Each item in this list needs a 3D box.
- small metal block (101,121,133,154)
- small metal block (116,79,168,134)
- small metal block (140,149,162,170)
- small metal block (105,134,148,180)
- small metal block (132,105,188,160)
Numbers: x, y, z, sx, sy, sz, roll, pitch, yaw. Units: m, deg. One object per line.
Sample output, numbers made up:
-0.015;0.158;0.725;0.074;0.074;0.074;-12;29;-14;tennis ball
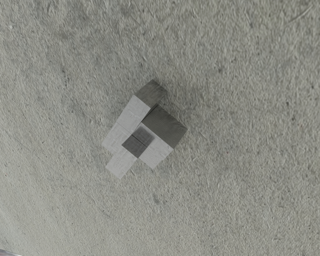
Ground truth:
-0.046;0.003;0.416;0.025;0.050;0.050;40;129;1;small metal block
-0.022;-0.027;0.385;0.025;0.050;0.050;40;129;1;small metal block
-0.011;0.021;0.426;0.050;0.025;0.050;40;129;0;small metal block
-0.037;0.031;0.397;0.025;0.050;0.050;40;129;1;small metal block
0.001;0.005;0.393;0.050;0.050;0.025;40;129;0;small metal block
